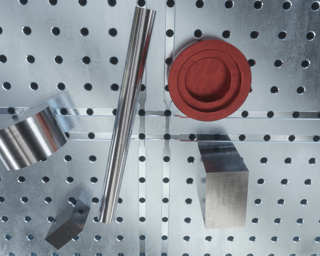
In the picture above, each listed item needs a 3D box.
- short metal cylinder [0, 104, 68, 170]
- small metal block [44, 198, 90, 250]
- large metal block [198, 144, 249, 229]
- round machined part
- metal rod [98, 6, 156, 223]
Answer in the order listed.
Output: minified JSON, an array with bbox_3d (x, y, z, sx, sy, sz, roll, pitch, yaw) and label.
[{"bbox_3d":[-0.164,0.009,0.385,0.080,0.080,0.050,-19,109,6],"label":"short metal cylinder"},{"bbox_3d":[-0.133,0.138,0.449,0.050,0.050,0.025,-40,106,13],"label":"small metal block"},{"bbox_3d":[0.080,0.075,0.413,0.050,0.080,0.079,-2,110,0],"label":"large metal block"},{"bbox_3d":[0.058,-0.061,0.383,0.099,0.042,0.097,0,110,-1],"label":"round machined part"},{"bbox_3d":[-0.048,-0.003,0.411,0.025,0.025,0.298,11,110,-5],"label":"metal rod"}]
